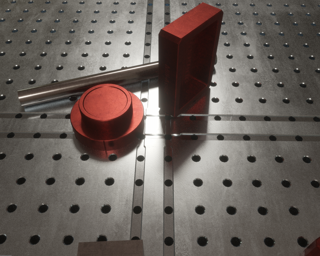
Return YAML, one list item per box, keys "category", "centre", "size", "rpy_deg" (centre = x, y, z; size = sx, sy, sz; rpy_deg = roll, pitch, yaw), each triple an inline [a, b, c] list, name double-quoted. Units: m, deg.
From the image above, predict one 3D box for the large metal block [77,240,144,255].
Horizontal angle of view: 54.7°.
- category: "large metal block"
  centre: [-0.037, 0.145, 0.249]
  size: [0.050, 0.080, 0.080]
  rpy_deg: [-2, 50, -2]

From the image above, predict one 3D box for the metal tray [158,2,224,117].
- category: "metal tray"
  centre: [0.038, -0.087, 0.413]
  size: [0.030, 0.129, 0.090]
  rpy_deg: [33, 58, 24]

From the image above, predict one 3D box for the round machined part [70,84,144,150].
- category: "round machined part"
  centre: [-0.070, -0.022, 0.414]
  size: [0.099, 0.042, 0.098]
  rpy_deg: [0, 50, 0]

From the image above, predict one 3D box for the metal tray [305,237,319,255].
- category: "metal tray"
  centre: [0.225, 0.124, 0.303]
  size: [0.131, 0.030, 0.090]
  rpy_deg: [-23, 54, -19]

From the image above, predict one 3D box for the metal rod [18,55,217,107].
- category: "metal rod"
  centre: [-0.055, -0.079, 0.472]
  size: [0.302, 0.025, 0.025]
  rpy_deg: [-15, 52, -13]
